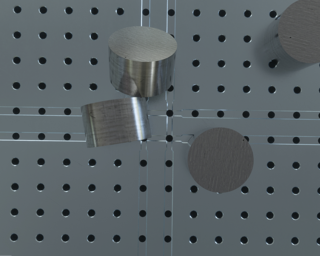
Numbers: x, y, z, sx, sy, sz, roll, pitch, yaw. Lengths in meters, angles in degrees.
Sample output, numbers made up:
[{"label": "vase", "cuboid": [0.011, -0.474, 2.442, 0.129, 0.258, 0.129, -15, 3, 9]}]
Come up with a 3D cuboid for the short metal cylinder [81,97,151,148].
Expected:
[{"label": "short metal cylinder", "cuboid": [-0.054, -0.007, 0.385, 0.080, 0.080, 0.050, -9, 90, 0]}]

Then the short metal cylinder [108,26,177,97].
[{"label": "short metal cylinder", "cuboid": [-0.022, -0.082, 0.379, 0.081, 0.050, 0.080, 3, 45, -3]}]

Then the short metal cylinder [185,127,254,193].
[{"label": "short metal cylinder", "cuboid": [0.074, 0.039, 0.401, 0.081, 0.050, 0.079, 0, 90, 0]}]

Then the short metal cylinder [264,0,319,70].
[{"label": "short metal cylinder", "cuboid": [0.184, -0.119, 0.402, 0.081, 0.050, 0.079, 0, 90, 0]}]
